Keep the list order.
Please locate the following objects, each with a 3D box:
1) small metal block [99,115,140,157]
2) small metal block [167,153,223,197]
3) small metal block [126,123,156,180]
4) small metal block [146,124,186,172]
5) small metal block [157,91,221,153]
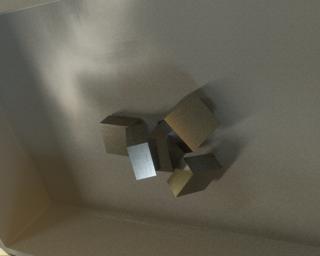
[{"bbox_3d":[-0.053,0.012,0.438,0.050,0.025,0.050,6,121,24],"label":"small metal block"},{"bbox_3d":[0.044,0.061,0.400,0.025,0.050,0.050,58,136,32],"label":"small metal block"},{"bbox_3d":[-0.025,0.029,0.397,0.025,0.050,0.050,-14,119,-1],"label":"small metal block"},{"bbox_3d":[0.010,0.021,0.397,0.025,0.050,0.050,1,119,27],"label":"small metal block"},{"bbox_3d":[0.034,-0.006,0.364,0.050,0.050,0.025,48,161,-6],"label":"small metal block"}]
